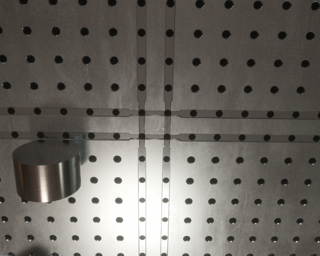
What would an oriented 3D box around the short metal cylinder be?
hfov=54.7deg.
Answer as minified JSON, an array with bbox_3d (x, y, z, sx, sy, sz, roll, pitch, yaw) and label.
[{"bbox_3d":[-0.144,0.052,0.401,0.081,0.080,0.050,3,110,-2],"label":"short metal cylinder"}]
